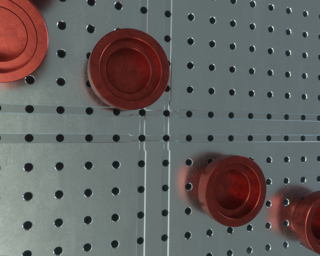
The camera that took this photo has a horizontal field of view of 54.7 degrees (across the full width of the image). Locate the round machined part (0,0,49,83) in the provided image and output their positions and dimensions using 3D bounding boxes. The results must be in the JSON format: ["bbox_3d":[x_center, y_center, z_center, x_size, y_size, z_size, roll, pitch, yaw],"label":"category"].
[{"bbox_3d":[-0.171,-0.101,0.329,0.099,0.042,0.097,-8,116,-16],"label":"round machined part"}]

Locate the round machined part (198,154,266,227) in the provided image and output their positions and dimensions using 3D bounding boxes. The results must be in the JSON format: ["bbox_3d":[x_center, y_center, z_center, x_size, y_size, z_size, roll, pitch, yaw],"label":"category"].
[{"bbox_3d":[0.098,0.086,0.442,0.099,0.042,0.097,0,90,-21],"label":"round machined part"}]

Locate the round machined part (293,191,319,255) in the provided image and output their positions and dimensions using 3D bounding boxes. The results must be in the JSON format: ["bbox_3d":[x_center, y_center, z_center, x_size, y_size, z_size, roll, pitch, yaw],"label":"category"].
[{"bbox_3d":[0.257,0.150,0.501,0.099,0.042,0.097,0,90,-21],"label":"round machined part"}]

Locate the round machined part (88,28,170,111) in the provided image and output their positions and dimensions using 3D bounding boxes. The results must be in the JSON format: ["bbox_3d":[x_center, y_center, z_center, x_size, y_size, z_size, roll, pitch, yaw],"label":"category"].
[{"bbox_3d":[-0.041,-0.070,0.389,0.099,0.042,0.097,0,90,-21],"label":"round machined part"}]
